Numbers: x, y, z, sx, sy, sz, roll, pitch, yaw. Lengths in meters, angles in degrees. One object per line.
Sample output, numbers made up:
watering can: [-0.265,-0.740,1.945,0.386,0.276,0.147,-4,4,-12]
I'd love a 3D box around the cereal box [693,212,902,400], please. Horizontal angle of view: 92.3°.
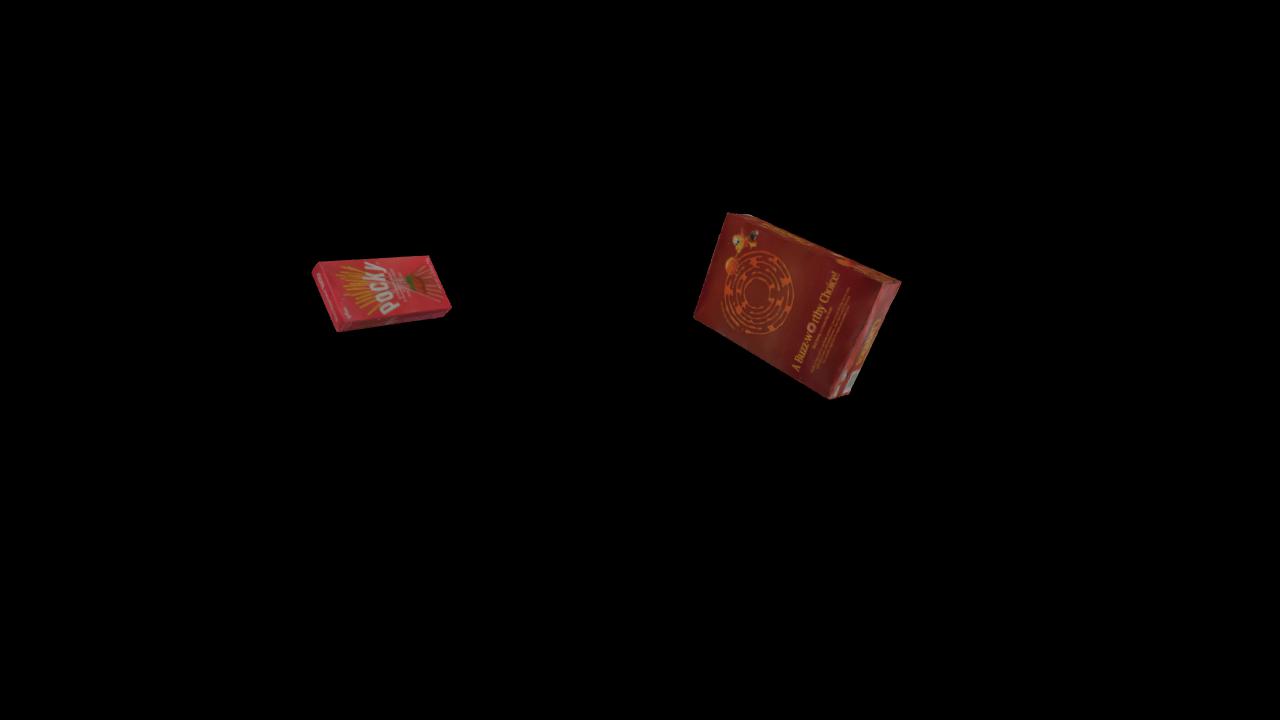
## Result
cereal box: [0.243,-0.098,1.021,0.081,0.203,0.306,-10,35,-44]

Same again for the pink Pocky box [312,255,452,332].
pink Pocky box: [-0.323,-0.088,0.782,0.029,0.084,0.155,-31,-9,37]
